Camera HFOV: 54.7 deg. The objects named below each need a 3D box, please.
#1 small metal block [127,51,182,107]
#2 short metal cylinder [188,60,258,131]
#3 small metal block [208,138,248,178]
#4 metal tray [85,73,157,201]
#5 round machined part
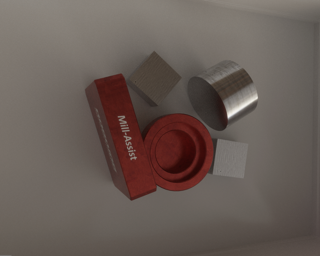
[{"bbox_3d":[-0.009,-0.063,0.406,0.050,0.025,0.050,42,77,-14],"label":"small metal block"},{"bbox_3d":[0.081,-0.043,0.411,0.050,0.080,0.080,-31,101,-18],"label":"short metal cylinder"},{"bbox_3d":[0.095,0.043,0.445,0.050,0.025,0.050,10,86,-19],"label":"small metal block"},{"bbox_3d":[-0.048,0.009,0.357,0.030,0.090,0.129,-18,96,-19],"label":"metal tray"},{"bbox_3d":[0.017,0.030,0.406,0.099,0.042,0.097,0,90,-21],"label":"round machined part"}]
